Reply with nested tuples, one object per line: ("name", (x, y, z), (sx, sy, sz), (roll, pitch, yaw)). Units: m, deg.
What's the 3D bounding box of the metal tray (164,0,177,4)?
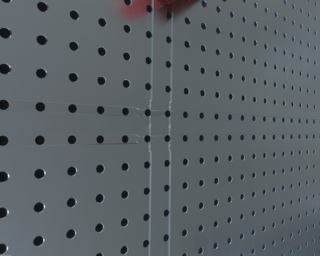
("metal tray", (0.051, -0.233, 0.407), (0.030, 0.090, 0.130), (36, 68, -34))
